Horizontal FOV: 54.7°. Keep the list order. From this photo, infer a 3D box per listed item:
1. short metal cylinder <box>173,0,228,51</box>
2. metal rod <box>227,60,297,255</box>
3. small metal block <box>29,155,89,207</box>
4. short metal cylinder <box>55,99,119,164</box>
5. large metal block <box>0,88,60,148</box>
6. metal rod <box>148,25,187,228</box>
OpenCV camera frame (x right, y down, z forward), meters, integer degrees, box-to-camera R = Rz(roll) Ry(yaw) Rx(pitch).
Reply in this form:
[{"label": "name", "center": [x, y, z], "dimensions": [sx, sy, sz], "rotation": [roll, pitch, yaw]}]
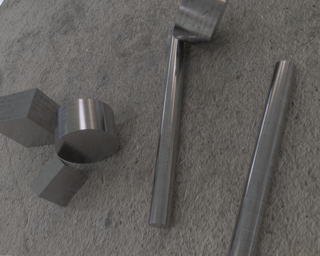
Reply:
[{"label": "short metal cylinder", "center": [0.057, -0.153, 0.424], "dimensions": [0.050, 0.080, 0.080], "rotation": [23, 72, 6]}, {"label": "metal rod", "center": [0.100, 0.058, 0.315], "dimensions": [0.025, 0.025, 0.300], "rotation": [7, 65, 31]}, {"label": "small metal block", "center": [-0.133, 0.072, 0.414], "dimensions": [0.025, 0.050, 0.050], "rotation": [32, 79, 38]}, {"label": "short metal cylinder", "center": [-0.099, 0.006, 0.417], "dimensions": [0.080, 0.080, 0.050], "rotation": [-24, 53, 14]}, {"label": "large metal block", "center": [-0.199, -0.012, 0.480], "dimensions": [0.080, 0.080, 0.050], "rotation": [-8, 58, 24]}, {"label": "metal rod", "center": [0.015, -0.024, 0.410], "dimensions": [0.025, 0.025, 0.299], "rotation": [-7, 58, 24]}]
